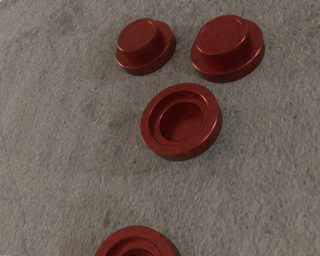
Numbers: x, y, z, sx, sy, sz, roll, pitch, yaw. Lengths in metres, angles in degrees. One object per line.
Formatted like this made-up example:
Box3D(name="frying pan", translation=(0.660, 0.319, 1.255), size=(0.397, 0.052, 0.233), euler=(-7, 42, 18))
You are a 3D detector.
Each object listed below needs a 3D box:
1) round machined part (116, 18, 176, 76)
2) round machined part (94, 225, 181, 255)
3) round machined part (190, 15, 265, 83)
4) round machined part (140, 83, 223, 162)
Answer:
Box3D(name="round machined part", translation=(-0.027, -0.134, 0.488), size=(0.098, 0.042, 0.098), euler=(-13, 56, 20))
Box3D(name="round machined part", translation=(-0.020, 0.152, 0.309), size=(0.098, 0.042, 0.098), euler=(-13, 56, 20))
Box3D(name="round machined part", translation=(0.087, -0.112, 0.415), size=(0.098, 0.042, 0.098), euler=(-13, 56, 20))
Box3D(name="round machined part", translation=(0.029, -0.003, 0.379), size=(0.098, 0.042, 0.098), euler=(-13, 56, 20))
